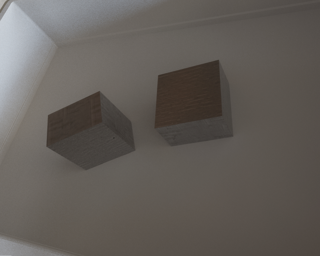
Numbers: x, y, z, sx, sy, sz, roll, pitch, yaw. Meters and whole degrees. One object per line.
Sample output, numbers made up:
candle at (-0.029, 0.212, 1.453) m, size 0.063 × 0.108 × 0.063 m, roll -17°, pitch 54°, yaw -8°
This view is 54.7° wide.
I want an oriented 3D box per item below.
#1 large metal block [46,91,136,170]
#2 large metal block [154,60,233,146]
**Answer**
large metal block at (-0.090, 0.007, 0.414) m, size 0.080 × 0.080 × 0.050 m, roll -23°, pitch 54°, yaw 15°
large metal block at (0.043, -0.029, 0.385) m, size 0.080 × 0.050 × 0.080 m, roll -11°, pitch 57°, yaw 22°
